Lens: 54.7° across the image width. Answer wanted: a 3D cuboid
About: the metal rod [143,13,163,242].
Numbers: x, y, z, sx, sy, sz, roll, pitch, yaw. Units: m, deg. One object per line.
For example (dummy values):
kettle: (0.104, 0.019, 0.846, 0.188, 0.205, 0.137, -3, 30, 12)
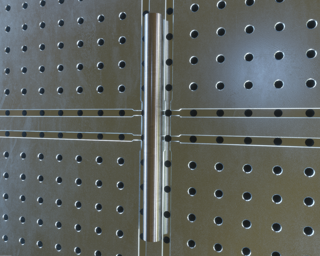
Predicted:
metal rod: (-0.009, -0.001, 0.415, 0.025, 0.025, 0.298, 0, 90, 19)
